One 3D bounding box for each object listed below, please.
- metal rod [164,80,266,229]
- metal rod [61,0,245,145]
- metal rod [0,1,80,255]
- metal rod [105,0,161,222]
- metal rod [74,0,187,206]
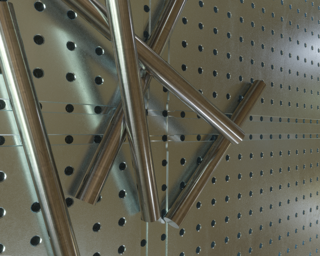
[{"bbox_3d":[0.099,0.026,0.494,0.301,0.025,0.025,-51,121,-28],"label":"metal rod"},{"bbox_3d":[0.005,-0.067,0.379,0.301,0.025,0.025,37,67,-27],"label":"metal rod"},{"bbox_3d":[-0.119,0.031,0.310,0.025,0.025,0.298,-19,103,-39],"label":"metal rod"},{"bbox_3d":[-0.029,-0.026,0.347,0.025,0.025,0.298,-23,115,-38],"label":"metal rod"},{"bbox_3d":[-0.028,-0.051,0.386,0.025,0.025,0.300,35,68,-35],"label":"metal rod"}]
